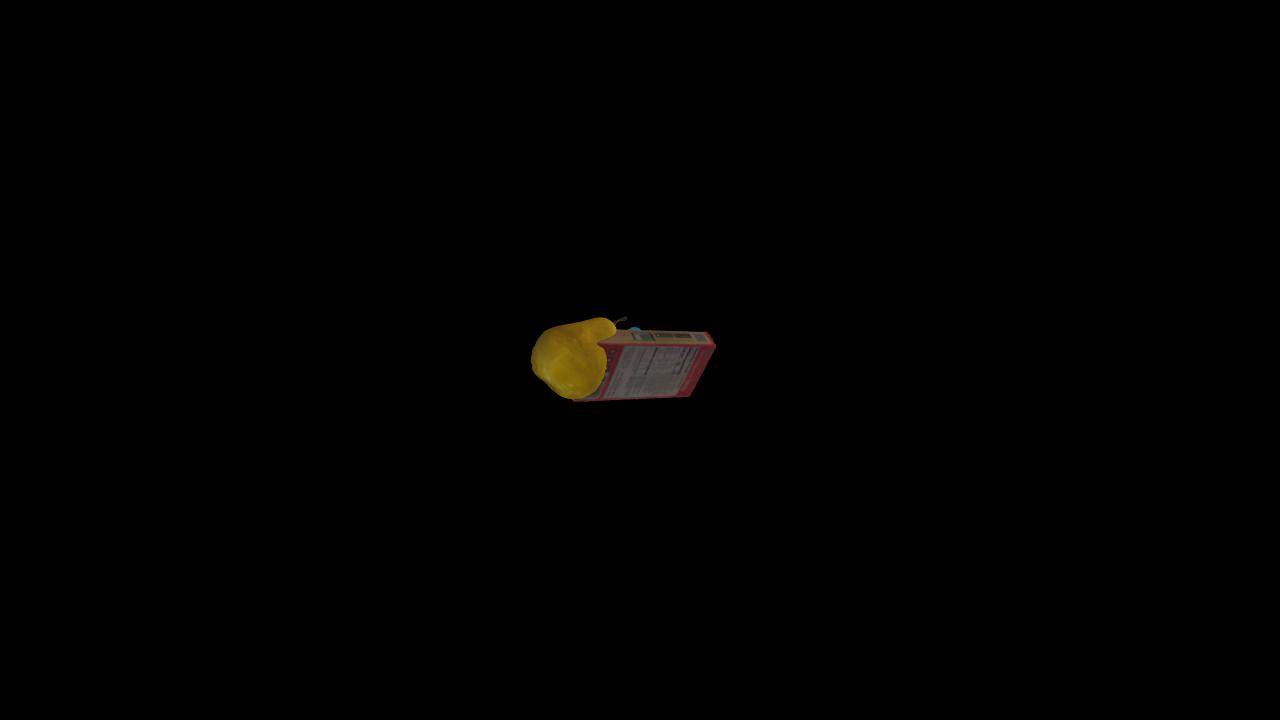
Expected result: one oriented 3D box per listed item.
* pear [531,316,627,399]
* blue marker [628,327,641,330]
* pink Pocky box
[{"bbox_3d":[-0.058,-0.015,0.635,0.080,0.111,0.080,38,-12,9],"label":"pear"},{"bbox_3d":[0.005,-0.008,0.737,0.020,0.020,0.121,0,-22,14],"label":"blue marker"},{"bbox_3d":[0.003,0.006,0.684,0.155,0.084,0.029,0,42,-29],"label":"pink Pocky box"}]
